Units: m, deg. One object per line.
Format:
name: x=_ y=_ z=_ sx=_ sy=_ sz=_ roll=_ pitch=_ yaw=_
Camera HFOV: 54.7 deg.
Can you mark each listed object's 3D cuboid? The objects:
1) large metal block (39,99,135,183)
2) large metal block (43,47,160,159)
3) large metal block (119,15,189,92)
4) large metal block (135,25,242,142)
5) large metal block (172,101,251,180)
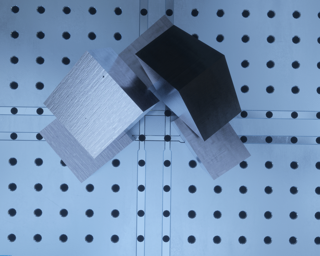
large metal block: x=-0.090 y=0.011 z=0.399 sx=0.080 sy=0.050 sz=0.080 roll=-39 pitch=91 yaw=0
large metal block: x=-0.062 y=-0.028 z=0.334 sx=0.080 sy=0.050 sz=0.080 roll=-42 pitch=91 yaw=25
large metal block: x=-0.009 y=-0.082 z=0.384 sx=0.080 sy=0.080 sz=0.050 roll=-41 pitch=91 yaw=0
large metal block: x=0.030 y=-0.046 z=0.315 sx=0.050 sy=0.080 sz=0.080 roll=-39 pitch=48 yaw=-5
large metal block: x=0.058 y=0.011 z=0.385 sx=0.050 sy=0.080 sz=0.080 roll=-34 pitch=90 yaw=0
